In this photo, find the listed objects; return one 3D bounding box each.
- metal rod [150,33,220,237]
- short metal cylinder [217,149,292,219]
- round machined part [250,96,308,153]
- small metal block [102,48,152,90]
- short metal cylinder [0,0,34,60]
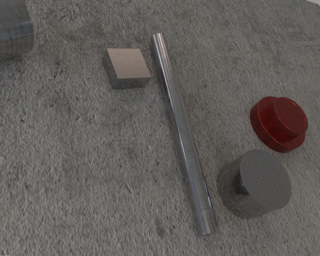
[{"bbox_3d":[0.027,-0.008,0.423,0.025,0.025,0.299,2,61,-28],"label":"metal rod"},{"bbox_3d":[0.123,0.074,0.409,0.081,0.050,0.080,14,56,-21],"label":"short metal cylinder"},{"bbox_3d":[0.201,-0.012,0.508,0.099,0.042,0.098,14,56,-21],"label":"round machined part"},{"bbox_3d":[-0.047,-0.082,0.429,0.050,0.025,0.050,-9,66,-32],"label":"small metal block"},{"bbox_3d":[-0.184,-0.116,0.340,0.050,0.080,0.080,-31,79,-38],"label":"short metal cylinder"}]
